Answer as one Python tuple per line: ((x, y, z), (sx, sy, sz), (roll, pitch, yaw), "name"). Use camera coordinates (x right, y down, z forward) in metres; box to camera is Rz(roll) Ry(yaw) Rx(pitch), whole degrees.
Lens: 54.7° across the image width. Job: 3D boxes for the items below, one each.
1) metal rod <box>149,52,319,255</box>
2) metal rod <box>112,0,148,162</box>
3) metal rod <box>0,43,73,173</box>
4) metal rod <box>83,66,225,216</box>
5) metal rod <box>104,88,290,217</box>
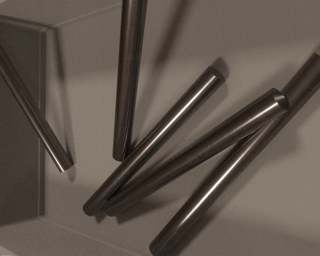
((0.074, 0.049, 0.344), (0.025, 0.025, 0.298), (49, 119, 28), "metal rod")
((-0.036, -0.071, 0.357), (0.025, 0.025, 0.298), (42, 140, 31), "metal rod")
((-0.233, -0.059, 0.518), (0.025, 0.025, 0.299), (-22, 101, 38), "metal rod")
((-0.024, 0.034, 0.424), (0.299, 0.025, 0.025), (-47, 62, 29), "metal rod")
((0.018, 0.048, 0.372), (0.299, 0.025, 0.025), (-39, 66, 38), "metal rod")
